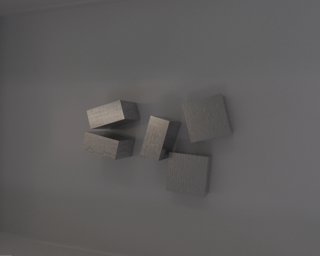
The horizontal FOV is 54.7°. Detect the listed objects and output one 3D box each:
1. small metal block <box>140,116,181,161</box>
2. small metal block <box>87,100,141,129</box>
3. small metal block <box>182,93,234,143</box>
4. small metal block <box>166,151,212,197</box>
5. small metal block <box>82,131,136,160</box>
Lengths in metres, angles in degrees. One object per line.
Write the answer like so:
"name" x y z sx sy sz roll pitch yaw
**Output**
"small metal block" 0.002 0.012 0.396 0.025 0.050 0.050 17 96 19
"small metal block" -0.061 -0.017 0.419 0.050 0.050 0.025 -16 85 19
"small metal block" 0.060 -0.012 0.389 0.050 0.025 0.050 -14 85 19
"small metal block" 0.037 0.058 0.397 0.050 0.025 0.050 6 92 20
"small metal block" -0.069 0.022 0.421 0.050 0.050 0.025 14 95 19
